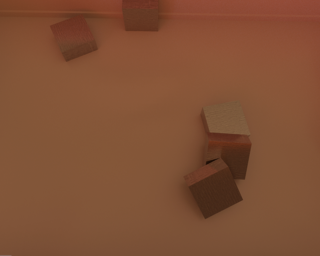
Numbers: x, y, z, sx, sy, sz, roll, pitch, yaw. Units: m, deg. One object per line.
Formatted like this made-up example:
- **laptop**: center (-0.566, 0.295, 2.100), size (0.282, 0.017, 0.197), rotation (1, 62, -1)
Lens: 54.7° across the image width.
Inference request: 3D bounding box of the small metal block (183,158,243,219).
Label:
- **small metal block**: center (0.063, 0.071, 0.367), size (0.050, 0.025, 0.050), rotation (-27, 110, -1)

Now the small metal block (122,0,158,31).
- **small metal block**: center (-0.028, -0.169, 0.458), size (0.050, 0.050, 0.025), rotation (1, 70, 0)

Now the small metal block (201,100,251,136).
- **small metal block**: center (0.086, -0.005, 0.413), size (0.050, 0.025, 0.050), rotation (-11, 70, -5)

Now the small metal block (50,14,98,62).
- **small metal block**: center (-0.126, -0.133, 0.457), size (0.050, 0.025, 0.050), rotation (-24, 72, -9)

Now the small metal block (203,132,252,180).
- **small metal block**: center (0.081, 0.035, 0.384), size (0.050, 0.025, 0.050), rotation (4, 113, 1)
